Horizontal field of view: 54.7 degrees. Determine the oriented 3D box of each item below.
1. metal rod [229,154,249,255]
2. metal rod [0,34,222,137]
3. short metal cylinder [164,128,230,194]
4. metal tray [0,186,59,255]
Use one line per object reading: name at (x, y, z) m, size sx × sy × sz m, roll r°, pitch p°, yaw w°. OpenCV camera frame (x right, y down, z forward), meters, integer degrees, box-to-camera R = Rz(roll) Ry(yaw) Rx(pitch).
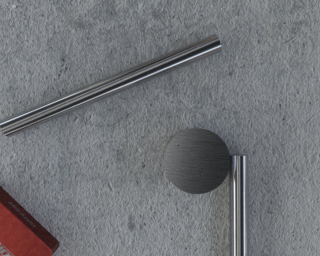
metal rod at (0.105, 0.185, 0.411) m, size 0.025 × 0.025 × 0.298 m, roll 0°, pitch 90°, yaw -1°
metal rod at (-0.063, -0.056, 0.409) m, size 0.301 × 0.025 × 0.025 m, roll -22°, pitch 90°, yaw -1°
short metal cylinder at (0.045, 0.040, 0.398) m, size 0.081 × 0.050 × 0.079 m, roll 0°, pitch 90°, yaw -1°
metal tray at (-0.212, 0.145, 0.405) m, size 0.130 × 0.030 × 0.090 m, roll 44°, pitch 90°, yaw -1°
